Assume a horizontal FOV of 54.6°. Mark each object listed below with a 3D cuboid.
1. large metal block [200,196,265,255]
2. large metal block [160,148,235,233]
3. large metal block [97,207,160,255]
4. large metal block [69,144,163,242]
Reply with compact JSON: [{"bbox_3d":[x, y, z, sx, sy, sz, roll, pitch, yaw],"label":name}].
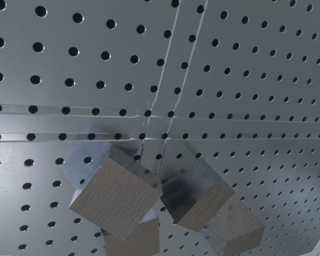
[{"bbox_3d":[0.123,0.175,0.550,0.081,0.080,0.050,-11,123,-22],"label":"large metal block"},{"bbox_3d":[0.048,0.091,0.457,0.050,0.080,0.080,35,99,-39],"label":"large metal block"},{"bbox_3d":[-0.048,0.157,0.465,0.081,0.050,0.080,-14,125,-20],"label":"large metal block"},{"bbox_3d":[-0.055,0.081,0.396,0.080,0.050,0.080,37,98,-13],"label":"large metal block"}]
